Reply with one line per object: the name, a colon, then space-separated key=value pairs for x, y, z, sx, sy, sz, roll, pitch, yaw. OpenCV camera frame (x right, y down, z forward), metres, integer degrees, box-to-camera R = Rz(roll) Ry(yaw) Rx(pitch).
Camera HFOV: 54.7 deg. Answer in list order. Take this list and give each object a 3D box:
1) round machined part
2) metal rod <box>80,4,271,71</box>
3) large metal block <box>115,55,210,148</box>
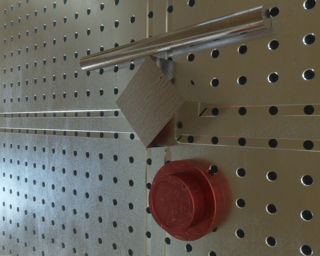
round machined part: x=0.024 y=0.089 z=0.378 sx=0.098 sy=0.042 sz=0.097 roll=0 pitch=90 yaw=40
metal rod: x=-0.006 y=-0.110 z=0.414 sx=0.300 sy=0.025 sz=0.025 roll=-2 pitch=89 yaw=40
large metal block: x=0.001 y=-0.032 z=0.392 sx=0.080 sy=0.050 sz=0.080 roll=-50 pitch=61 yaw=28
